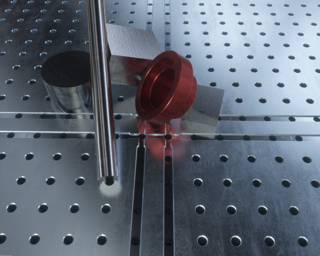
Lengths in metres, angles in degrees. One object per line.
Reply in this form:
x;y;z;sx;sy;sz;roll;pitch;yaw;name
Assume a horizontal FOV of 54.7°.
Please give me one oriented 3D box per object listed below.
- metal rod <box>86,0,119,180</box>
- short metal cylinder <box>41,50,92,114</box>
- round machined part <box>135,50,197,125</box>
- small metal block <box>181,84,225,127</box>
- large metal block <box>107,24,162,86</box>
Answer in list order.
-0.079;-0.081;0.410;0.025;0.025;0.299;-6;70;-5;metal rod
-0.123;-0.067;0.446;0.081;0.050;0.080;0;50;0;short metal cylinder
0.011;-0.050;0.415;0.042;0.098;0.098;21;41;-33;round machined part
0.061;-0.033;0.436;0.050;0.025;0.050;12;51;10;small metal block
-0.046;-0.109;0.467;0.081;0.050;0.080;2;47;-25;large metal block
